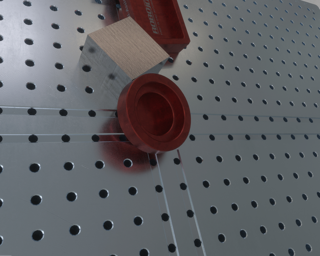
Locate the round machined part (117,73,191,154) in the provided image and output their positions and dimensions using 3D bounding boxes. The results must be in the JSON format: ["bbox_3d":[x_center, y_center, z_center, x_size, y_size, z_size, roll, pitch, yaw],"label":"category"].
[{"bbox_3d":[-0.011,-0.016,0.389,0.099,0.042,0.098,12,69,-36],"label":"round machined part"}]

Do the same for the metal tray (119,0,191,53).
[{"bbox_3d":[-0.012,-0.185,0.494,0.091,0.030,0.129,-11,79,-33],"label":"metal tray"}]

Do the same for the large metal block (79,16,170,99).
[{"bbox_3d":[-0.048,-0.096,0.425,0.080,0.050,0.080,46,51,4],"label":"large metal block"}]
